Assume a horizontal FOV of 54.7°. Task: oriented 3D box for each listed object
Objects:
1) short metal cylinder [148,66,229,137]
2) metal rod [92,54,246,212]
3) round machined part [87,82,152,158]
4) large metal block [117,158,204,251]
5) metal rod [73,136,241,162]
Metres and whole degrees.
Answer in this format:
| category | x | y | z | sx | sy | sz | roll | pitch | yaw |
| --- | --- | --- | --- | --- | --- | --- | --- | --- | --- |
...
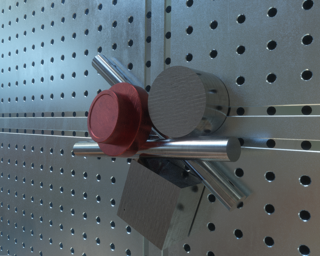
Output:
| category | x | y | z | sx | sy | sz | roll | pitch | yaw |
| --- | --- | --- | --- | --- | --- | --- | --- | --- | --- |
| short metal cylinder | 0.033 | -0.029 | 0.363 | 0.080 | 0.050 | 0.079 | 0 | 90 | 39 |
| metal rod | -0.005 | -0.011 | 0.412 | 0.300 | 0.025 | 0.025 | 46 | 117 | 30 |
| round machined part | -0.057 | -0.012 | 0.400 | 0.098 | 0.042 | 0.098 | -12 | 73 | 43 |
| large metal block | -0.001 | 0.089 | 0.389 | 0.080 | 0.050 | 0.079 | 25 | 106 | 37 |
| metal rod | -0.031 | 0.028 | 0.409 | 0.300 | 0.025 | 0.025 | -4 | 88 | 47 |
